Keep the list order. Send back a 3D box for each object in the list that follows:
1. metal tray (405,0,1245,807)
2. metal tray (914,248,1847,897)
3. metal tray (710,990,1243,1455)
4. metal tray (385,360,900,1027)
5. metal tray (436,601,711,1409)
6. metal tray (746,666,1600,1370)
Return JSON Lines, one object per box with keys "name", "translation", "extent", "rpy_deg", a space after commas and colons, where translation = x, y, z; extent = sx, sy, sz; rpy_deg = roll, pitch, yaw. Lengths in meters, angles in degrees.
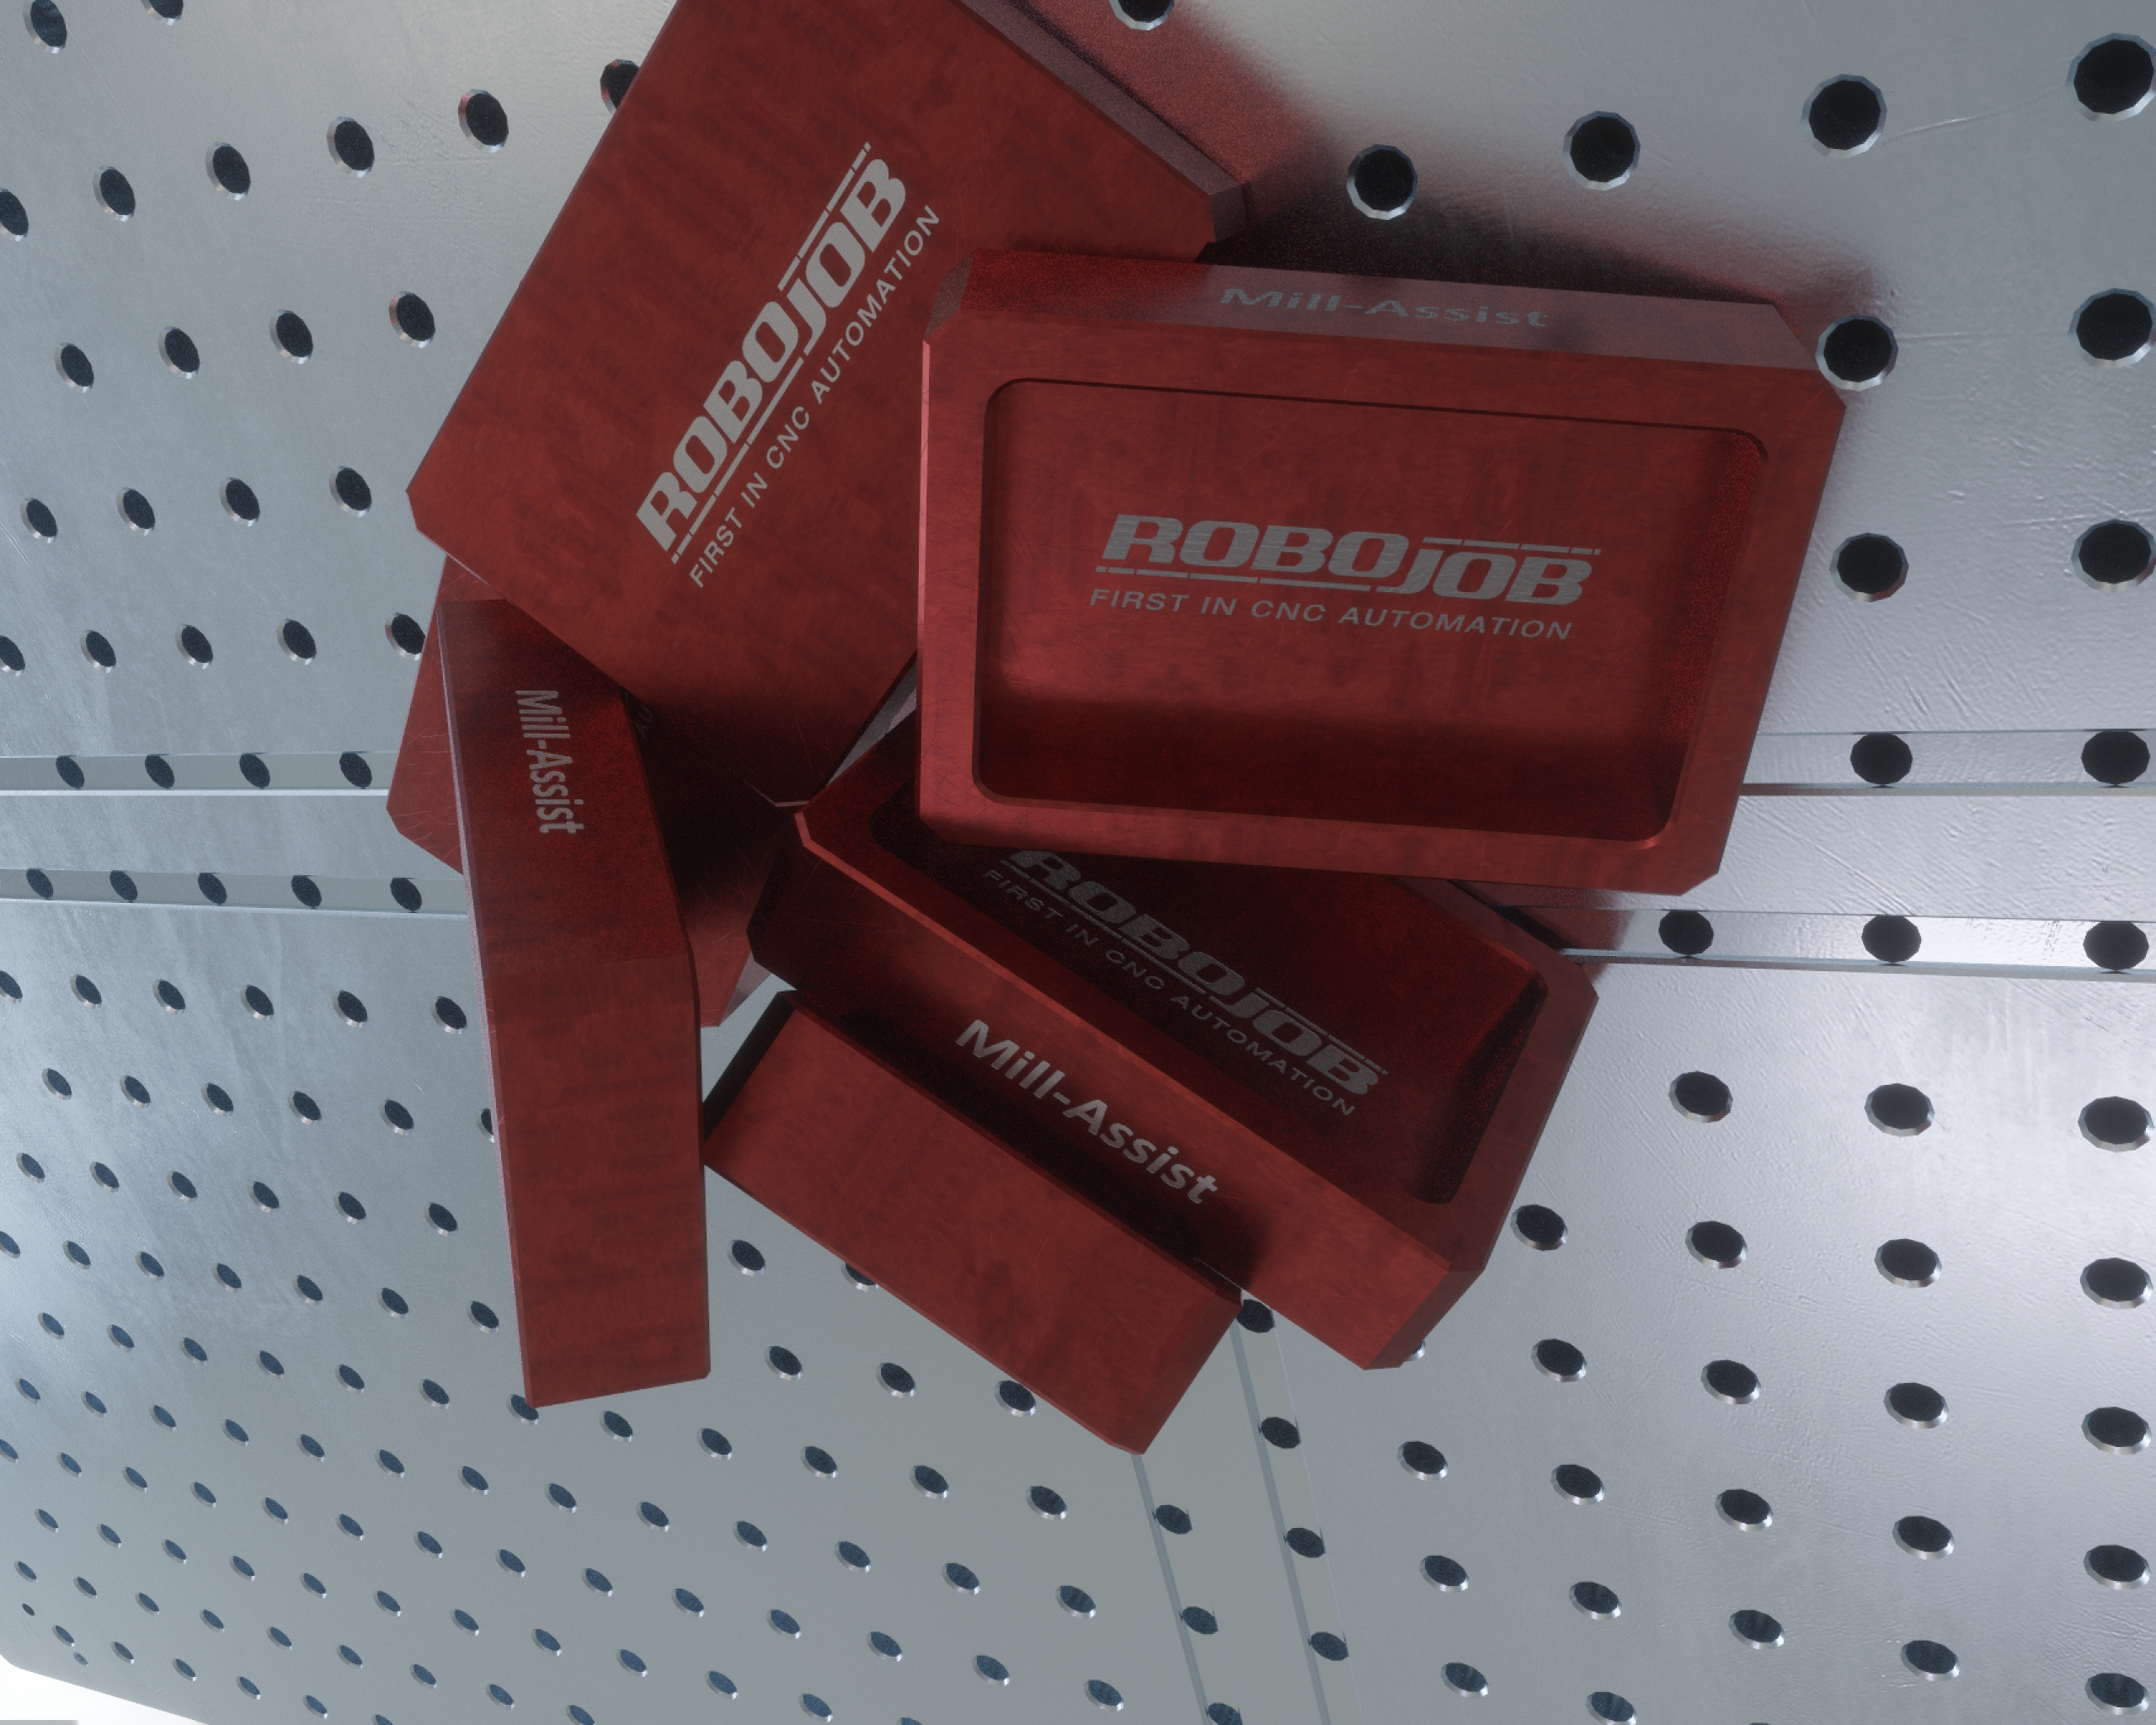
{"name": "metal tray", "translation": [-0.045, -0.085, 0.356], "extent": [0.090, 0.030, 0.129], "rpy_deg": [38, 115, -2]}
{"name": "metal tray", "translation": [0.042, -0.044, 0.328], "extent": [0.131, 0.030, 0.089], "rpy_deg": [4, 123, 0]}
{"name": "metal tray", "translation": [-0.013, 0.061, 0.394], "extent": [0.090, 0.130, 0.030], "rpy_deg": [33, 90, 6]}
{"name": "metal tray", "translation": [-0.088, -0.036, 0.433], "extent": [0.090, 0.030, 0.129], "rpy_deg": [33, 129, 5]}
{"name": "metal tray", "translation": [-0.092, 0.019, 0.375], "extent": [0.030, 0.130, 0.089], "rpy_deg": [-6, 125, -17]}
{"name": "metal tray", "translation": [0.020, 0.018, 0.369], "extent": [0.130, 0.090, 0.030], "rpy_deg": [33, 128, 6]}
